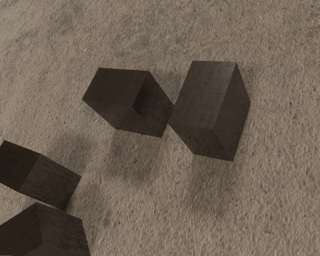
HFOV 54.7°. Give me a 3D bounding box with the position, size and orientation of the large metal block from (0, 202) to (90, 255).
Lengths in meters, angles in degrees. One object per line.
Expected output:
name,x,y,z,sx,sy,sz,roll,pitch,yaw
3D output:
large metal block,-0.142,0.138,0.357,0.080,0.080,0.050,-33,52,6

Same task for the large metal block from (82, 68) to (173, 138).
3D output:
large metal block,-0.039,-0.033,0.408,0.080,0.080,0.050,10,67,32

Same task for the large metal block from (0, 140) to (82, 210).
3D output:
large metal block,-0.169,0.063,0.416,0.080,0.080,0.050,13,69,33

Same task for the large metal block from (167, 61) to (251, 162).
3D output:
large metal block,0.060,-0.018,0.348,0.050,0.080,0.080,9,66,32
